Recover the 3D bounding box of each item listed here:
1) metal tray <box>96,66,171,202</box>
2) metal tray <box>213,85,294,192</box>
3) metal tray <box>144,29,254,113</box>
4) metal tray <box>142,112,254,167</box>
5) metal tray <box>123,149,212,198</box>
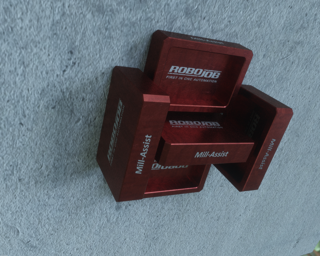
[{"bbox_3d":[-0.036,0.006,0.350,0.030,0.090,0.129,1,119,-29],"label":"metal tray"},{"bbox_3d":[0.122,0.013,0.441,0.030,0.090,0.129,1,118,-29],"label":"metal tray"},{"bbox_3d":[0.045,-0.066,0.389,0.131,0.030,0.089,0,121,-29],"label":"metal tray"},{"bbox_3d":[0.042,0.009,0.396,0.131,0.090,0.030,1,119,-29],"label":"metal tray"},{"bbox_3d":[0.013,0.053,0.447,0.131,0.030,0.089,0,117,-29],"label":"metal tray"}]
